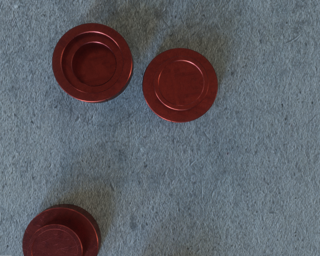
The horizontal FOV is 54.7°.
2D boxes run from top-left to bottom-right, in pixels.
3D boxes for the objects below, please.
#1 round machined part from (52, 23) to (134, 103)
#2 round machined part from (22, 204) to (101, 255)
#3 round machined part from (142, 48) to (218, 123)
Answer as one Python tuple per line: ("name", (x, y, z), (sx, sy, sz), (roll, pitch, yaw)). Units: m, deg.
("round machined part", (-0.083, -0.080, 0.401), (0.099, 0.042, 0.097), (0, 90, 0))
("round machined part", (-0.129, 0.152, 0.400), (0.099, 0.042, 0.097), (0, 90, 0))
("round machined part", (0.026, -0.055, 0.401), (0.099, 0.042, 0.097), (0, 90, 0))
